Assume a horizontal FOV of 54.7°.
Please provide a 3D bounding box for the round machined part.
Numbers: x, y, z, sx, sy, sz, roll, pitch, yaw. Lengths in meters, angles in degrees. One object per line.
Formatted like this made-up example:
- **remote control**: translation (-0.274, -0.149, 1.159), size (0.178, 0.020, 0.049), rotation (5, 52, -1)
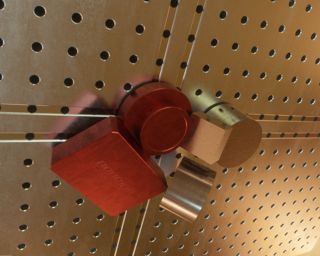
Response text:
- **round machined part**: translation (-0.001, -0.005, 0.391), size (0.099, 0.042, 0.097), rotation (-14, 124, -21)

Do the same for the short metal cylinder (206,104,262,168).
- **short metal cylinder**: translation (0.100, 0.011, 0.452), size (0.081, 0.050, 0.079), rotation (-14, 124, -21)

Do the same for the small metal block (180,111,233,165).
- **small metal block**: translation (0.060, 0.012, 0.407), size (0.025, 0.050, 0.050), rotation (-15, 129, -55)

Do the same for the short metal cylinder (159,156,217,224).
- **short metal cylinder**: translation (0.040, 0.086, 0.438), size (0.050, 0.080, 0.079), rotation (26, 110, 8)

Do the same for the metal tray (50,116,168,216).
- **metal tray**: translation (-0.059, 0.054, 0.389), size (0.090, 0.030, 0.130), rotation (-29, 130, 9)
